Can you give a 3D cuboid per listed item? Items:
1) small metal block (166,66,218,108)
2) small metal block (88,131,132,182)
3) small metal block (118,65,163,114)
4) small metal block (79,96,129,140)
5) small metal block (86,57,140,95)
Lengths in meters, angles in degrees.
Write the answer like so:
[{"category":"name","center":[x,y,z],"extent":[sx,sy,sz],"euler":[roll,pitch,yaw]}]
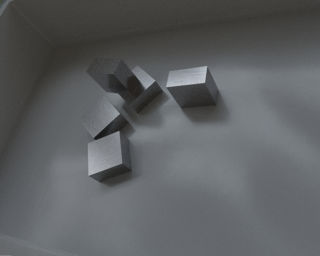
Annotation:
[{"category":"small metal block","center":[0.043,-0.051,0.398],"extent":[0.050,0.050,0.025],"euler":[-3,61,26]},{"category":"small metal block","center":[-0.068,0.039,0.416],"extent":[0.050,0.025,0.050],"euler":[-21,54,15]},{"category":"small metal block","center":[-0.033,-0.057,0.457],"extent":[0.050,0.025,0.050],"euler":[-43,51,-2]},{"category":"small metal block","center":[-0.082,-0.011,0.454],"extent":[0.050,0.025,0.050],"euler":[-43,51,-2]},{"category":"small metal block","center":[-0.065,-0.072,0.435],"extent":[0.050,0.050,0.025],"euler":[10,68,32]}]
